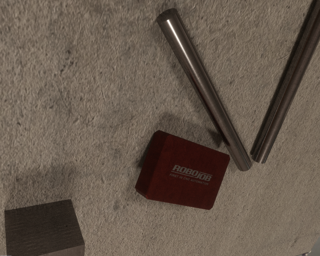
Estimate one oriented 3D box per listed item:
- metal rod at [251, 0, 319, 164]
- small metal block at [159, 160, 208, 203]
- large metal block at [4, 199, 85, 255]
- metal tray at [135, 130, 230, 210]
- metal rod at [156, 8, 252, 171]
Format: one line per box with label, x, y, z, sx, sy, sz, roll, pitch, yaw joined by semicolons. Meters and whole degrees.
metal rod;0.204;-0.076;0.473;0.025;0.025;0.298;-1;119;-29
small metal block;0.037;0.084;0.481;0.050;0.025;0.050;34;99;-39
large metal block;-0.143;0.140;0.380;0.081;0.080;0.050;-5;121;-26
metal tray;0.037;0.064;0.448;0.131;0.030;0.090;20;89;-36
metal rod;0.076;-0.030;0.431;0.025;0.025;0.300;-39;130;-3
